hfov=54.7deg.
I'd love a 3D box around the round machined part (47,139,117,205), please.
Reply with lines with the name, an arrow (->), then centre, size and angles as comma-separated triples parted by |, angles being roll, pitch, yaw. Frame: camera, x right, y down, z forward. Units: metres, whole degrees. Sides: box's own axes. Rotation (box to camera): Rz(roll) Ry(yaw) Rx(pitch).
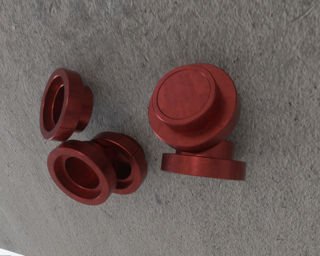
round machined part -> -0.102, 0.056, 0.429 | 0.098, 0.042, 0.097 | 13, 126, 19

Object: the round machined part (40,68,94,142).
round machined part -> -0.125, -0.029, 0.422 | 0.098, 0.042, 0.098 | -16, 69, 48

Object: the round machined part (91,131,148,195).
round machined part -> -0.061, 0.047, 0.457 | 0.098, 0.042, 0.097 | 13, 124, 20

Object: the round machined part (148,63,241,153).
round machined part -> 0.031, -0.027, 0.325 | 0.098, 0.098, 0.042 | 2, 159, 27

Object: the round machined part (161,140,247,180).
round machined part -> 0.052, 0.035, 0.367 | 0.098, 0.098, 0.042 | 4, 83, 26
